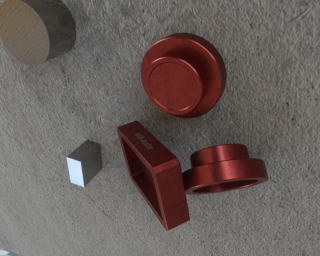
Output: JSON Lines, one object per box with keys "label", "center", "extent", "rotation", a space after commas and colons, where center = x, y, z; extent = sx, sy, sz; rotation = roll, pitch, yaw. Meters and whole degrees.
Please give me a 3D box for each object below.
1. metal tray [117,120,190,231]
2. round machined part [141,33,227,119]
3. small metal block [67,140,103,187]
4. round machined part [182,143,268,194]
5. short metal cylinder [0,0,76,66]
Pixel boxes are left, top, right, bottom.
{"label": "metal tray", "center": [-0.012, 0.054, 0.392], "extent": [0.130, 0.030, 0.089], "rotation": [40, 146, 57]}
{"label": "round machined part", "center": [0.022, -0.054, 0.350], "extent": [0.098, 0.042, 0.097], "rotation": [13, 124, 20]}
{"label": "small metal block", "center": [-0.116, 0.055, 0.484], "extent": [0.025, 0.050, 0.050], "rotation": [15, 124, 20]}
{"label": "round machined part", "center": [0.072, 0.048, 0.364], "extent": [0.098, 0.099, 0.042], "rotation": [-23, 66, 36]}
{"label": "short metal cylinder", "center": [-0.155, -0.125, 0.393], "extent": [0.080, 0.050, 0.079], "rotation": [13, 124, 20]}
